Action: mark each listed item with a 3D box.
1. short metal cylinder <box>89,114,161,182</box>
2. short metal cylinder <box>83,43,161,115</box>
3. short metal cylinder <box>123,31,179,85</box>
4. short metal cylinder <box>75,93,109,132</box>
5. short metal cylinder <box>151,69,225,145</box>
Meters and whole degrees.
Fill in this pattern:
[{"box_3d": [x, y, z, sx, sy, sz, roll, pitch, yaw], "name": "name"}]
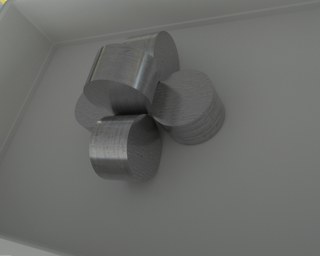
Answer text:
[{"box_3d": [-0.039, 0.024, 0.374, 0.050, 0.080, 0.080, -1, 61, 27], "name": "short metal cylinder"}, {"box_3d": [-0.044, -0.054, 0.367, 0.080, 0.080, 0.050, -1, 61, 28], "name": "short metal cylinder"}, {"box_3d": [-0.012, -0.090, 0.429, 0.050, 0.080, 0.080, -1, 61, 27], "name": "short metal cylinder"}, {"box_3d": [-0.072, -0.024, 0.440, 0.080, 0.050, 0.080, -13, 56, 21], "name": "short metal cylinder"}, {"box_3d": [0.034, -0.025, 0.384, 0.080, 0.050, 0.080, -13, 56, 21], "name": "short metal cylinder"}]
